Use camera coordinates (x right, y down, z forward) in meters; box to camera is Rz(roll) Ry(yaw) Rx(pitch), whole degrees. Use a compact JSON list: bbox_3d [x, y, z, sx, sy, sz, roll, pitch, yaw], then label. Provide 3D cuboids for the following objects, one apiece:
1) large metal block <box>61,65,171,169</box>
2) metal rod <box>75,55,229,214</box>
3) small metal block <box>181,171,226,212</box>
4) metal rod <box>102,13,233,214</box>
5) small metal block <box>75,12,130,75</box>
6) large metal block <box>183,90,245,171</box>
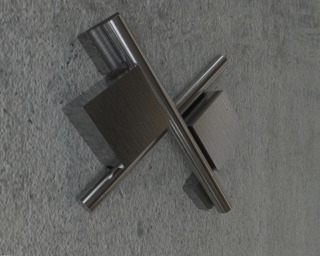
[{"bbox_3d":[-0.046,-0.013,0.349,0.080,0.050,0.080,-45,117,-31],"label":"large metal block"},{"bbox_3d":[0.007,-0.010,0.412,0.301,0.025,0.025,-46,118,-30],"label":"metal rod"},{"bbox_3d":[0.066,0.087,0.462,0.050,0.025,0.050,-51,120,-28],"label":"small metal block"},{"bbox_3d":[0.021,0.000,0.390,0.025,0.025,0.299,-47,118,-30],"label":"metal rod"},{"bbox_3d":[-0.059,-0.097,0.357,0.050,0.025,0.050,-45,117,-31],"label":"small metal block"},{"bbox_3d":[0.069,0.003,0.447,0.080,0.050,0.080,-47,118,-30],"label":"large metal block"}]
